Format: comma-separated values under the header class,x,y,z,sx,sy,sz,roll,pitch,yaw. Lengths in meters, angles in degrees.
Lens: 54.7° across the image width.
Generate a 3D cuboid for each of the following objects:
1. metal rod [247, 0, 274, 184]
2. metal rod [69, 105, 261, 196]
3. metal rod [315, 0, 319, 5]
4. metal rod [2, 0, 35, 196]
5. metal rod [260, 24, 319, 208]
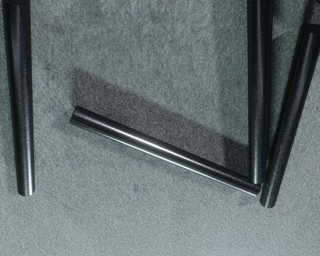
class,x,y,z,sx,sy,sz,roll,pitch,yaw
metal rod,0.121,-0.036,0.378,0.025,0.025,0.298,-9,130,7
metal rod,0.021,0.039,0.440,0.302,0.025,0.025,23,126,-19
metal rod,0.156,-0.134,0.295,0.301,0.025,0.025,28,125,-22
metal rod,-0.174,-0.013,0.393,0.025,0.025,0.298,10,130,-9
metal rod,0.169,0.010,0.418,0.025,0.025,0.298,-3,130,2
